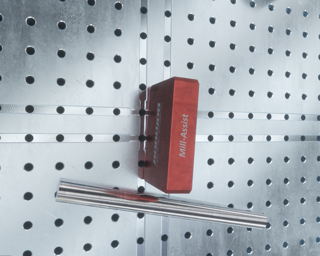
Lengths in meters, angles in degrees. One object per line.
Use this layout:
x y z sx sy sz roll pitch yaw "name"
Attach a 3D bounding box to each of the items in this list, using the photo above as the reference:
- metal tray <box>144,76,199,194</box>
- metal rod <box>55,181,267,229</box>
0.011 0.008 0.382 0.030 0.090 0.129 5 89 -19 "metal tray"
0.016 0.108 0.420 0.302 0.025 0.025 14 86 -20 "metal rod"
